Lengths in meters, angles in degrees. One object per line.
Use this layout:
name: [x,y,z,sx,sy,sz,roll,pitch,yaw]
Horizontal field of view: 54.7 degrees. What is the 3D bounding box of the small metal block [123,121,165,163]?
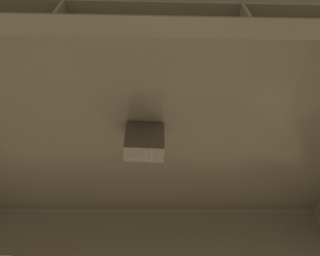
small metal block: [-0.020,0.018,0.403,0.050,0.050,0.025,2,130,-3]
